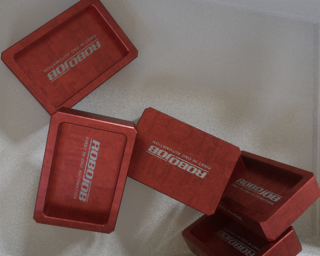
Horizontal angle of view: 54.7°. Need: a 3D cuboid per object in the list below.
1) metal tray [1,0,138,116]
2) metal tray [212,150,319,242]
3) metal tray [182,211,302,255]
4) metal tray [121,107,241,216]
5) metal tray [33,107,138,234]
[{"bbox_3d":[-0.103,-0.084,0.370,0.130,0.030,0.090,-41,104,-16],"label":"metal tray"},{"bbox_3d":[0.121,0.079,0.399,0.090,0.130,0.030,-36,112,-17],"label":"metal tray"},{"bbox_3d":[0.096,0.141,0.391,0.091,0.130,0.030,-31,104,-18],"label":"metal tray"},{"bbox_3d":[0.023,0.041,0.390,0.130,0.030,0.090,25,80,7],"label":"metal tray"},{"bbox_3d":[-0.084,0.049,0.350,0.091,0.030,0.129,12,102,-9],"label":"metal tray"}]
